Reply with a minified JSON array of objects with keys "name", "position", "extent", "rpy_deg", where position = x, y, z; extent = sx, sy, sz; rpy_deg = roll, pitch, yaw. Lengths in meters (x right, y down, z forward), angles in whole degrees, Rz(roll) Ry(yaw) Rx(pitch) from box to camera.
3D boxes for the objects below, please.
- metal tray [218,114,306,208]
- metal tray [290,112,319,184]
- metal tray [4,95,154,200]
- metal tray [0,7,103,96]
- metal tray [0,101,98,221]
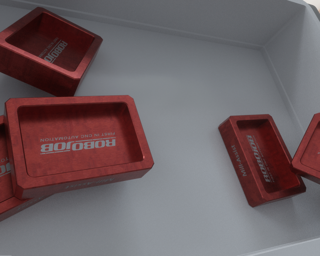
[{"name":"metal tray","position":[0.150,0.043,0.459],"extent":[0.091,0.030,0.130],"rpy_deg":[-4,64,-30]},{"name":"metal tray","position":[0.259,0.044,0.420],"extent":[0.130,0.030,0.090],"rpy_deg":[25,79,25]},{"name":"metal tray","position":[-0.080,0.013,0.312],"extent":[0.131,0.030,0.090],"rpy_deg":[-5,64,-31]},{"name":"metal tray","position":[-0.126,-0.092,0.363],"extent":[0.090,0.030,0.130],"rpy_deg":[24,33,-14]},{"name":"metal tray","position":[-0.139,0.031,0.308],"extent":[0.131,0.030,0.090],"rpy_deg":[-26,76,-37]}]
